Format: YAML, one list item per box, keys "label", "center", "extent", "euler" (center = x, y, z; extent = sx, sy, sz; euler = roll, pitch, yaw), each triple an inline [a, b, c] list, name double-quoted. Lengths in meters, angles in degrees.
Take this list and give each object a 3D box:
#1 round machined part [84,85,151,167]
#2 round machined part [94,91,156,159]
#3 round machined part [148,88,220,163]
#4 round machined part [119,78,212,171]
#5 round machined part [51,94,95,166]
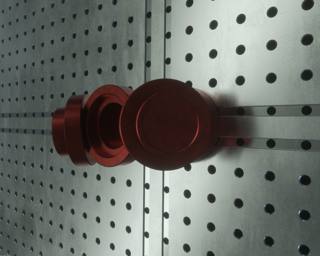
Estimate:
- label: "round machined part"
  center: [-0.049, -0.003, 0.381]
  extent: [0.098, 0.042, 0.097]
  euler: [0, 90, 39]
- label: "round machined part"
  center: [-0.056, -0.004, 0.442]
  extent: [0.098, 0.042, 0.097]
  euler: [0, 90, 39]
- label: "round machined part"
  center: [0.020, -0.003, 0.380]
  extent: [0.098, 0.042, 0.097]
  euler: [0, 90, 39]
- label: "round machined part"
  center: [0.007, -0.004, 0.324]
  extent: [0.042, 0.099, 0.097]
  euler: [-179, 89, -80]
- label: "round machined part"
  center: [-0.115, 0.004, 0.424]
  extent: [0.042, 0.098, 0.097]
  euler: [-4, 87, 2]
